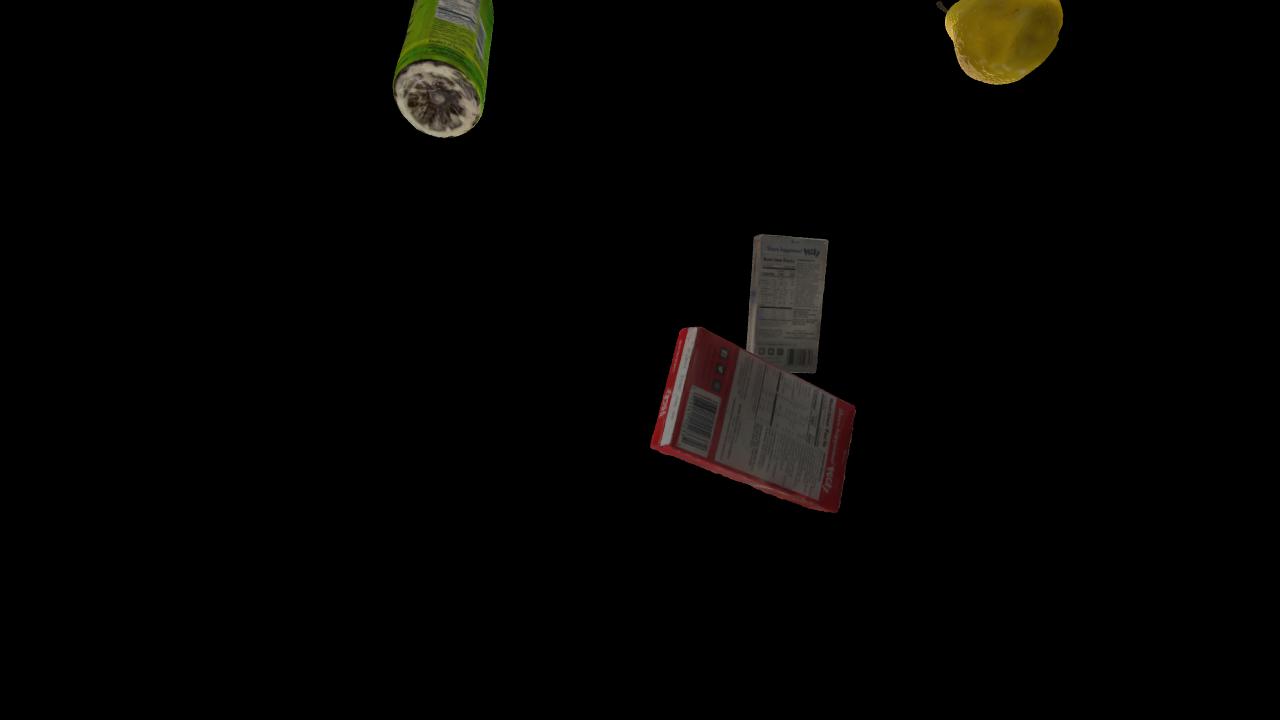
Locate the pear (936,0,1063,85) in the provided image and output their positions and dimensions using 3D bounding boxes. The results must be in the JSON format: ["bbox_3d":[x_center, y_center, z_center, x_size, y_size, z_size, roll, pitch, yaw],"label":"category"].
[{"bbox_3d":[0.289,-0.276,0.514,0.080,0.080,0.111,0,36,-12],"label":"pear"}]

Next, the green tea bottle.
[{"bbox_3d":[-0.162,-0.284,0.533,0.073,0.212,0.073,-2,-34,-1],"label":"green tea bottle"}]

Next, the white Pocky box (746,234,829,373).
[{"bbox_3d":[0.166,-0.062,0.701,0.084,0.154,0.028,2,7,-13],"label":"white Pocky box"}]

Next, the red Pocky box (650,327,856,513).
[{"bbox_3d":[0.082,0.045,0.419,0.155,0.083,0.028,25,-20,-27],"label":"red Pocky box"}]
